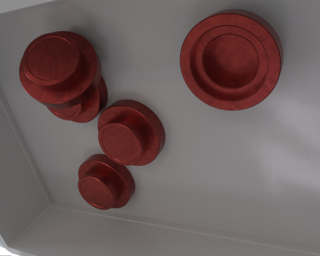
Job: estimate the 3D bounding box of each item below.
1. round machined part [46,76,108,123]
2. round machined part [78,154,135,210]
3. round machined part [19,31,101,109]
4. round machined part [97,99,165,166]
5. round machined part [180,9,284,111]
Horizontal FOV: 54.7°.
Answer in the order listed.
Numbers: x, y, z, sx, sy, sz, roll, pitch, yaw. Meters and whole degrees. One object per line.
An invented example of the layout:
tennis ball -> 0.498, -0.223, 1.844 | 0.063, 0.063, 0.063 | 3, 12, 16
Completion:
round machined part -> -0.127, -0.049, 0.434 | 0.098, 0.042, 0.097 | 13, 124, 21
round machined part -> -0.094, 0.094, 0.506 | 0.098, 0.042, 0.097 | 13, 124, 21
round machined part -> -0.126, -0.076, 0.379 | 0.098, 0.098, 0.042 | 27, 169, 11
round machined part -> -0.046, 0.013, 0.430 | 0.098, 0.042, 0.097 | 13, 124, 21
round machined part -> 0.074, -0.070, 0.315 | 0.098, 0.042, 0.097 | 13, 124, 21
